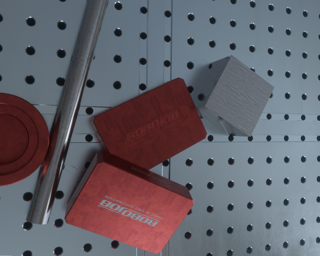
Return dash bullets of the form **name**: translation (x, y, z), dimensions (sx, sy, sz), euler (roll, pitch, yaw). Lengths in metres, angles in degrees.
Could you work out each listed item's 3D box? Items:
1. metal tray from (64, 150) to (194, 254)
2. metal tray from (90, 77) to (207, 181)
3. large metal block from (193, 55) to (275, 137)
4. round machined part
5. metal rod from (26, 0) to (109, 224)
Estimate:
- **metal tray**: translation (-0.036, 0.094, 0.380), dimensions (0.131, 0.030, 0.090), euler (27, 104, -19)
- **metal tray**: translation (-0.012, 0.000, 0.406), dimensions (0.131, 0.030, 0.090), euler (-27, 99, -18)
- **large metal block**: translation (0.100, -0.042, 0.438), dimensions (0.080, 0.050, 0.080), euler (32, 80, -18)
- **round machined part**: translation (-0.174, 0.012, 0.339), dimensions (0.099, 0.042, 0.097), euler (0, 90, -21)
- **metal rod**: translation (-0.107, -0.036, 0.373), dimensions (0.025, 0.025, 0.299), euler (16, 85, -20)
